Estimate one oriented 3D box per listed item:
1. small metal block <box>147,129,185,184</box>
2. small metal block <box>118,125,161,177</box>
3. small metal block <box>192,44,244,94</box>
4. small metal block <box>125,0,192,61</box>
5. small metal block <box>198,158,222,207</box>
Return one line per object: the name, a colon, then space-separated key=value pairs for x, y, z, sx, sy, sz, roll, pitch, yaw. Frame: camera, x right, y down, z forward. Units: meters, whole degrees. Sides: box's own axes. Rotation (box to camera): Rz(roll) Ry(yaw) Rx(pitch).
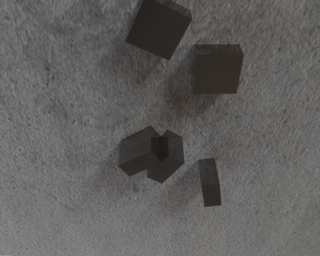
small metal block: x=0.007 y=0.039 z=0.424 sx=0.025 sy=0.050 sz=0.050 roll=28 pitch=125 yaw=-22
small metal block: x=-0.026 y=0.031 z=0.417 sx=0.050 sy=0.050 sz=0.025 roll=-26 pitch=126 yaw=20
small metal block: x=0.063 y=-0.066 z=0.352 sx=0.050 sy=0.025 sz=0.050 roll=0 pitch=130 yaw=0
small metal block: x=-0.002 y=-0.105 z=0.318 sx=0.050 sy=0.025 sz=0.050 roll=20 pitch=127 yaw=-17
small metal block: x=0.074 y=0.081 z=0.461 sx=0.025 sy=0.050 sz=0.050 roll=-8 pitch=130 yaw=6
